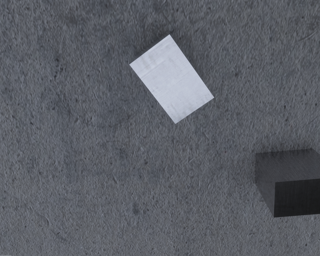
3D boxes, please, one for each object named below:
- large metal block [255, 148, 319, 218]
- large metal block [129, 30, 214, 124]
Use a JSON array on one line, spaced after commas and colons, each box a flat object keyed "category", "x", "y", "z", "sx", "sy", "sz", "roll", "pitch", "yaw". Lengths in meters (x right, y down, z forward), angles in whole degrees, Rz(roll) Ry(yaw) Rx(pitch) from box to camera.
[{"category": "large metal block", "x": 0.177, "y": 0.069, "z": 0.407, "sx": 0.080, "sy": 0.080, "sz": 0.050, "roll": -5, "pitch": 110, "yaw": 2}, {"category": "large metal block", "x": 0.013, "y": -0.062, "z": 0.358, "sx": 0.050, "sy": 0.080, "sz": 0.080, "roll": -35, "pitch": 107, "yaw": 12}]
